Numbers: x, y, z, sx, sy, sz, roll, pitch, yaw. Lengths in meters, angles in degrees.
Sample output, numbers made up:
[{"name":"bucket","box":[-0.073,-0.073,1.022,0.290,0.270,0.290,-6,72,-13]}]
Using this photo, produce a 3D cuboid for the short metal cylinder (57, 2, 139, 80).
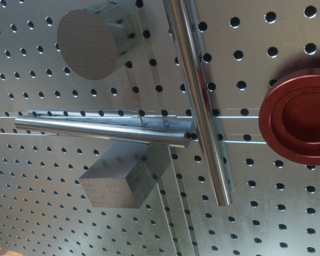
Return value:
[{"name":"short metal cylinder","box":[-0.073,-0.103,0.368,0.080,0.050,0.079,13,124,20]}]

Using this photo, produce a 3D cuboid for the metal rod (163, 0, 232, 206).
[{"name":"metal rod","box":[0.047,-0.031,0.366,0.025,0.025,0.298,-3,117,29]}]

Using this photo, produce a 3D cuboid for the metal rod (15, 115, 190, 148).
[{"name":"metal rod","box":[-0.101,0.002,0.463,0.301,0.025,0.025,5,121,25]}]

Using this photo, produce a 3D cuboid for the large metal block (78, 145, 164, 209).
[{"name":"large metal block","box":[-0.053,0.068,0.444,0.080,0.080,0.050,-7,115,31]}]

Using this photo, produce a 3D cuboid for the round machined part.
[{"name":"round machined part","box":[0.153,-0.014,0.311,0.098,0.042,0.097,13,124,20]}]
